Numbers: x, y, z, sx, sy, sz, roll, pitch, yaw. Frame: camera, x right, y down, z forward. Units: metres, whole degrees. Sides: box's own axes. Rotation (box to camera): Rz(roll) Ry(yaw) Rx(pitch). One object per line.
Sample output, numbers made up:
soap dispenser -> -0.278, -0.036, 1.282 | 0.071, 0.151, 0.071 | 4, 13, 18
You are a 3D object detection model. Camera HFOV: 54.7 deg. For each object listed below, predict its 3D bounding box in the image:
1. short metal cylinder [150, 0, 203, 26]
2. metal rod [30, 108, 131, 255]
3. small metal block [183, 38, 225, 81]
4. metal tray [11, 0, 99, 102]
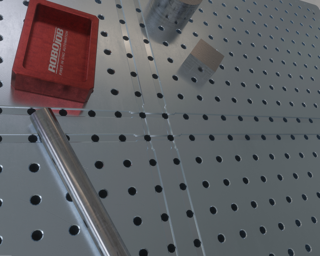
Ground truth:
short metal cylinder -> 0.028, -0.228, 0.546 | 0.081, 0.050, 0.080 | 14, 56, -21
metal rod -> -0.055, 0.108, 0.312 | 0.025, 0.025, 0.299 | -23, 74, -36
small metal block -> 0.074, -0.114, 0.518 | 0.050, 0.025, 0.050 | 36, 51, -4
metal tray -> -0.129, -0.102, 0.397 | 0.091, 0.030, 0.130 | 11, 57, -23
